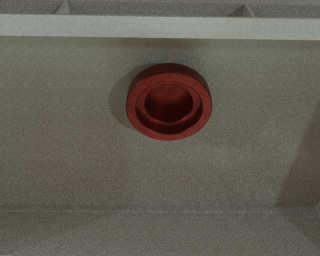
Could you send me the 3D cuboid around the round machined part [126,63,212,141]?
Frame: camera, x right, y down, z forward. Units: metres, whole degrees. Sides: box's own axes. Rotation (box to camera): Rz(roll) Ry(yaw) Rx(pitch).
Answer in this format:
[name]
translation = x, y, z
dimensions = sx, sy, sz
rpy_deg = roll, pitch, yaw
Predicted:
[round machined part]
translation = 0.010, -0.034, 0.369
dimensions = 0.099, 0.042, 0.097
rpy_deg = 0, 130, 0
